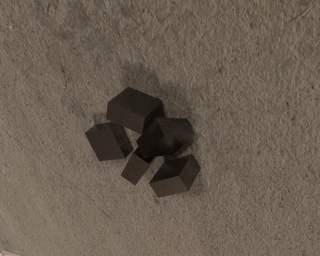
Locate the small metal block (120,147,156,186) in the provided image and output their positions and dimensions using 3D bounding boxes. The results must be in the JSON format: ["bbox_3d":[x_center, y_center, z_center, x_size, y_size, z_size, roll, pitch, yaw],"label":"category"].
[{"bbox_3d":[-0.024,0.043,0.429,0.025,0.050,0.050,35,129,5],"label":"small metal block"}]

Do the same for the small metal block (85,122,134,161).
[{"bbox_3d":[-0.075,0.020,0.456,0.050,0.025,0.050,-9,114,32],"label":"small metal block"}]

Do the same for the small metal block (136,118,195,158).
[{"bbox_3d":[0.007,0.012,0.390,0.050,0.050,0.025,-48,56,39],"label":"small metal block"}]

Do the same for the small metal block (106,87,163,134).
[{"bbox_3d":[-0.032,-0.023,0.392,0.050,0.050,0.025,23,127,14],"label":"small metal block"}]

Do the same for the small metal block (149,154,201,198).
[{"bbox_3d":[0.021,0.064,0.418,0.050,0.050,0.025,-21,107,35],"label":"small metal block"}]
